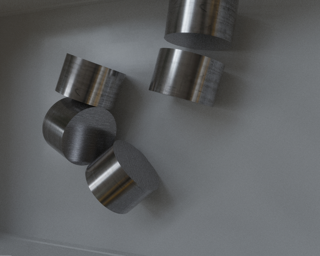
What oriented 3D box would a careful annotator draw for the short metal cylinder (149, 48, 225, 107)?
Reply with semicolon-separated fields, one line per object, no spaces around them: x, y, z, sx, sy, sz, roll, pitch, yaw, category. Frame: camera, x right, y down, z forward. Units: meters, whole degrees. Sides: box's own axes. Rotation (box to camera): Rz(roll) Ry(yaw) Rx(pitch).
0.032;-0.059;0.370;0.080;0.080;0.050;17;96;19;short metal cylinder

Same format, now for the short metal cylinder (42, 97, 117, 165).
-0.106;0.003;0.410;0.050;0.080;0.080;26;99;40;short metal cylinder

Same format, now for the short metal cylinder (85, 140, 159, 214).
-0.047;0.062;0.397;0.050;0.080;0.080;-42;77;15;short metal cylinder

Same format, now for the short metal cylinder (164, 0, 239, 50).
0.048;-0.126;0.364;0.080;0.080;0.050;9;93;19;short metal cylinder

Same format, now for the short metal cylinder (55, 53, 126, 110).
-0.092;-0.062;0.412;0.080;0.080;0.050;22;97;18;short metal cylinder
